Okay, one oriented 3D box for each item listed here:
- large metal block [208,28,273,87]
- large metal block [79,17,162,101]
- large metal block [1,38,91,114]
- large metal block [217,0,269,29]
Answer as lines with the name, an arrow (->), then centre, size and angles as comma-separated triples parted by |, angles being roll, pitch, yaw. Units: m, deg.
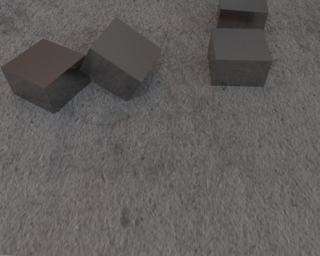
large metal block -> 0.120, -0.110, 0.481 | 0.081, 0.050, 0.080 | 1, 50, 1
large metal block -> -0.056, -0.100, 0.449 | 0.080, 0.050, 0.080 | 33, 52, -11
large metal block -> -0.162, -0.077, 0.450 | 0.080, 0.050, 0.080 | 25, 54, 19
large metal block -> 0.148, -0.212, 0.567 | 0.080, 0.050, 0.080 | 6, 50, 5
